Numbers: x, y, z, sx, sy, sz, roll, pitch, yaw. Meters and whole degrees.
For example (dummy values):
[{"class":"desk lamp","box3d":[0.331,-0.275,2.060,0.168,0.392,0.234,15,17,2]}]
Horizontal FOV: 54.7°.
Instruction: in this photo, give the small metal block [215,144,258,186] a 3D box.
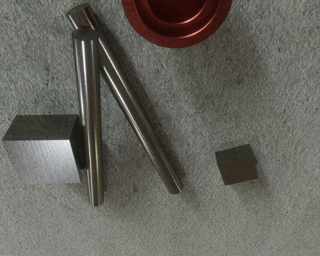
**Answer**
[{"class":"small metal block","box3d":[0.113,0.055,0.456,0.050,0.025,0.050,-16,129,12]}]

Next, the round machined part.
[{"class":"round machined part","box3d":[0.015,-0.128,0.287,0.099,0.042,0.097,-1,130,0]}]

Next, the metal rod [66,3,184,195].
[{"class":"metal rod","box3d":[-0.028,-0.012,0.396,0.025,0.025,0.299,-17,129,13]}]

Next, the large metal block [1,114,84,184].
[{"class":"large metal block","box3d":[-0.148,0.029,0.413,0.081,0.050,0.079,-1,130,0]}]

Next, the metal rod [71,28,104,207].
[{"class":"metal rod","box3d":[-0.087,0.014,0.400,0.025,0.025,0.298,5,136,-4]}]
